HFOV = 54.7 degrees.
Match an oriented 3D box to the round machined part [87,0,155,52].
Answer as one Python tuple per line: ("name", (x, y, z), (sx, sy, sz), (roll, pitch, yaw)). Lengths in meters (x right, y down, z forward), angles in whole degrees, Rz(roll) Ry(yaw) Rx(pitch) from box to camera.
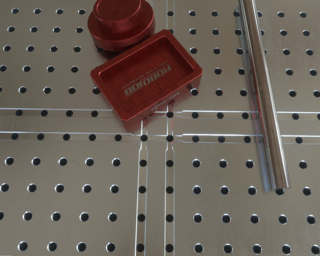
("round machined part", (-0.058, -0.161, 0.450), (0.099, 0.042, 0.098), (-3, 59, 6))

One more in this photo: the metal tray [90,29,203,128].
("metal tray", (-0.018, -0.071, 0.434), (0.131, 0.030, 0.090), (-33, 74, -12))

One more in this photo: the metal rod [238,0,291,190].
("metal rod", (0.142, -0.064, 0.435), (0.025, 0.025, 0.299), (-3, 70, -1))
